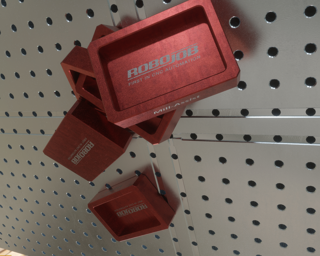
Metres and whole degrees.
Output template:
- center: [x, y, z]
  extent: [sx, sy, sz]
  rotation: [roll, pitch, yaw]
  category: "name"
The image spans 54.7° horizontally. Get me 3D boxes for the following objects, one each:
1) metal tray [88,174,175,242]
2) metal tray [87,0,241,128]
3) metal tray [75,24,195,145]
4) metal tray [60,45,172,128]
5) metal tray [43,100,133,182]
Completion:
- center: [-0.050, 0.137, 0.517]
  extent: [0.130, 0.030, 0.090]
  rotation: [-29, 103, 37]
  category: "metal tray"
- center: [0.002, -0.064, 0.307]
  extent: [0.130, 0.030, 0.090]
  rotation: [-20, 77, 9]
  category: "metal tray"
- center: [-0.031, -0.052, 0.362]
  extent: [0.130, 0.030, 0.089]
  rotation: [33, 113, 17]
  category: "metal tray"
- center: [-0.048, -0.043, 0.381]
  extent: [0.130, 0.030, 0.090]
  rotation: [20, 152, 15]
  category: "metal tray"
- center: [-0.110, 0.025, 0.456]
  extent: [0.090, 0.030, 0.129]
  rotation: [35, 138, -13]
  category: "metal tray"
